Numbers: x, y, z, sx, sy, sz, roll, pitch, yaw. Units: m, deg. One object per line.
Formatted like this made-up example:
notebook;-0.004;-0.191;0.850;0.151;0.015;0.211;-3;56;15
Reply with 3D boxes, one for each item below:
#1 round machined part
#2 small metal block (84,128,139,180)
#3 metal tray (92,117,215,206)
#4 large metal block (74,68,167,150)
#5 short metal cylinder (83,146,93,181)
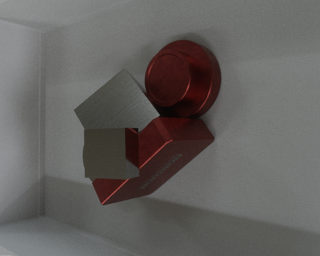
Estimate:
round machined part;0.020;-0.058;0.375;0.098;0.042;0.097;0;90;39
small metal block;-0.050;0.026;0.320;0.050;0.025;0.050;-2;88;26
metal tray;-0.008;0.040;0.367;0.129;0.091;0.030;-45;63;30
large metal block;-0.044;-0.011;0.376;0.080;0.050;0.080;-39;64;6
short metal cylinder;-0.064;0.039;0.439;0.080;0.050;0.079;0;90;39
